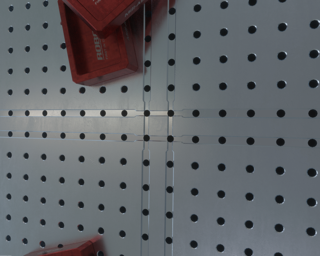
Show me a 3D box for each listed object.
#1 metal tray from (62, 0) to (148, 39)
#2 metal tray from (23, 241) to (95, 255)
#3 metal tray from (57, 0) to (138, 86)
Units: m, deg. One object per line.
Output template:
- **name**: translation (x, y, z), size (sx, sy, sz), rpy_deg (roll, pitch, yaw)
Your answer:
- **metal tray**: translation (-0.060, -0.192, 0.401), size (0.130, 0.030, 0.090), rpy_deg (-44, 88, -4)
- **metal tray**: translation (-0.153, 0.229, 0.464), size (0.130, 0.030, 0.090), rpy_deg (-18, 84, 19)
- **metal tray**: translation (-0.090, -0.134, 0.442), size (0.090, 0.030, 0.129), rpy_deg (-13, 86, 19)
